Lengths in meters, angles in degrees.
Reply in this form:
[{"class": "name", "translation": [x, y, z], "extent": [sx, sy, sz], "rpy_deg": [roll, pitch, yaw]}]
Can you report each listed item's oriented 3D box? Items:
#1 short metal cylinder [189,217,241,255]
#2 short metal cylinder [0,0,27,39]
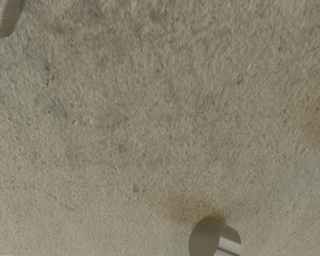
[{"class": "short metal cylinder", "translation": [0.096, 0.206, 0.549], "extent": [0.050, 0.080, 0.080], "rpy_deg": [30, 124, -23]}, {"class": "short metal cylinder", "translation": [-0.157, -0.123, 0.264], "extent": [0.080, 0.080, 0.050], "rpy_deg": [28, 124, -22]}]
